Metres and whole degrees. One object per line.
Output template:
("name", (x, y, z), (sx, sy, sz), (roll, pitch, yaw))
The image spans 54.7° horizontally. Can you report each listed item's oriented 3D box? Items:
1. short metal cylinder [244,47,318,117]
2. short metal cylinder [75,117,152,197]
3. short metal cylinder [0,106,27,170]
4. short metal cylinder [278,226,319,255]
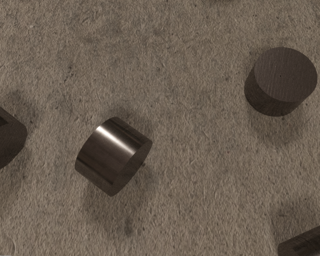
("short metal cylinder", (0.161, -0.061, 0.419), (0.081, 0.050, 0.080), (0, 70, 0))
("short metal cylinder", (-0.053, 0.033, 0.366), (0.050, 0.080, 0.080), (35, 74, 11))
("short metal cylinder", (-0.211, 0.012, 0.372), (0.050, 0.080, 0.080), (36, 74, 11))
("short metal cylinder", (0.170, 0.151, 0.326), (0.050, 0.080, 0.080), (-21, 72, -8))
